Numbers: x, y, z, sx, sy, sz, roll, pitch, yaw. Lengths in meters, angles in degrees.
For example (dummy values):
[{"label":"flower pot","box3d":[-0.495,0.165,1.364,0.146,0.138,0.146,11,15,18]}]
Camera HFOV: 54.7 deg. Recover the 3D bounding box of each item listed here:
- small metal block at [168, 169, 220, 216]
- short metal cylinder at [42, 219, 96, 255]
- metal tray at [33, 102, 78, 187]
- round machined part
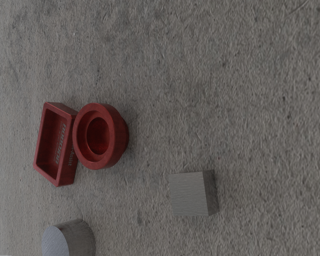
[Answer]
[{"label":"small metal block","box3d":[0.040,0.078,0.372,0.050,0.025,0.050,-12,83,39]},{"label":"short metal cylinder","box3d":[-0.152,0.197,0.515,0.080,0.050,0.080,0,90,40]},{"label":"metal tray","box3d":[-0.181,0.027,0.550,0.090,0.030,0.129,24,105,37]},{"label":"round machined part","box3d":[-0.085,0.012,0.464,0.098,0.042,0.097,0,90,40]}]
